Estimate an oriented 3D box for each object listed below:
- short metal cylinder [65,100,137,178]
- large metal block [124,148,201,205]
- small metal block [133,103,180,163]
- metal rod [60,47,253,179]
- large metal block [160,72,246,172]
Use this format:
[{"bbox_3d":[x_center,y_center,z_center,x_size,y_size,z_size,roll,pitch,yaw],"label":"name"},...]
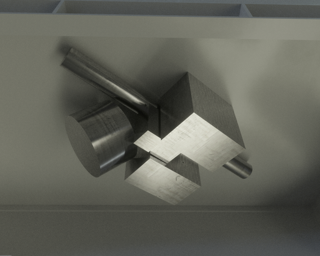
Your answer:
[{"bbox_3d":[-0.072,0.012,0.373,0.050,0.080,0.079,-28,138,-30],"label":"short metal cylinder"},{"bbox_3d":[0.004,0.042,0.408,0.080,0.080,0.050,32,123,-25],"label":"large metal block"},{"bbox_3d":[-0.002,0.006,0.366,0.050,0.050,0.025,33,122,-25],"label":"small metal block"},{"bbox_3d":[0.013,-0.007,0.403,0.301,0.025,0.025,32,123,-25],"label":"metal rod"},{"bbox_3d":[0.048,-0.007,0.367,0.080,0.080,0.050,33,123,-25],"label":"large metal block"}]
